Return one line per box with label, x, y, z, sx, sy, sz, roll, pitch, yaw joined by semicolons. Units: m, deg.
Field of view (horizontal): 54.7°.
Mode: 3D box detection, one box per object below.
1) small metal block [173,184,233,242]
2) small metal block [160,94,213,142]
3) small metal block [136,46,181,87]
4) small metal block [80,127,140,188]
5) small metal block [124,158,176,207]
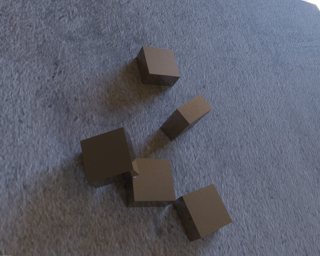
small metal block;0.051;0.101;0.371;0.050;0.025;0.050;-13;68;-34
small metal block;0.035;-0.013;0.416;0.050;0.050;0.025;-33;81;-38
small metal block;-0.003;-0.091;0.459;0.050;0.025;0.050;1;61;-28
small metal block;-0.055;0.033;0.339;0.050;0.025;0.050;-18;67;4
small metal block;-0.013;0.064;0.359;0.050;0.025;0.050;6;59;-26
